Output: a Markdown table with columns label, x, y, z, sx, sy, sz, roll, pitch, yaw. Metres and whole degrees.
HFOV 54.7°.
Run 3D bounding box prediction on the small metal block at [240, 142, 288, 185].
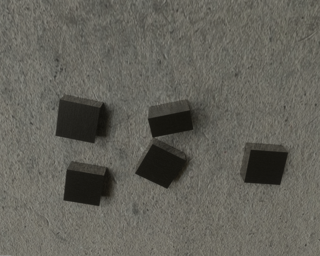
| label | x | y | z | sx | sy | sz | roll | pitch | yaw |
| --- | --- | --- | --- | --- | --- | --- | --- | --- | --- |
| small metal block | 0.143 | 0.049 | 0.429 | 0.050 | 0.025 | 0.050 | 4 | 110 | -2 |

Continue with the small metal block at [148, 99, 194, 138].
| label | x | y | z | sx | sy | sz | roll | pitch | yaw |
| --- | --- | --- | --- | --- | --- | --- | --- | --- | --- |
| small metal block | 0.013 | -0.013 | 0.392 | 0.050 | 0.050 | 0.025 | -11 | 110 | 4 |

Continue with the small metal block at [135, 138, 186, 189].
| label | x | y | z | sx | sy | sz | roll | pitch | yaw |
| --- | --- | --- | --- | --- | --- | --- | --- | --- | --- |
| small metal block | 0.000 | 0.048 | 0.427 | 0.050 | 0.025 | 0.050 | 27 | 108 | -10 |

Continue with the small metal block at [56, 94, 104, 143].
| label | x | y | z | sx | sy | sz | roll | pitch | yaw |
| --- | --- | --- | --- | --- | --- | --- | --- | --- | --- |
| small metal block | -0.105 | -0.012 | 0.404 | 0.050 | 0.025 | 0.050 | 12 | 110 | -5 |

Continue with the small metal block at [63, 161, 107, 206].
| label | x | y | z | sx | sy | sz | roll | pitch | yaw |
| --- | --- | --- | --- | --- | --- | --- | --- | --- | --- |
| small metal block | -0.105 | 0.079 | 0.438 | 0.050 | 0.025 | 0.050 | 10 | 110 | -4 |
